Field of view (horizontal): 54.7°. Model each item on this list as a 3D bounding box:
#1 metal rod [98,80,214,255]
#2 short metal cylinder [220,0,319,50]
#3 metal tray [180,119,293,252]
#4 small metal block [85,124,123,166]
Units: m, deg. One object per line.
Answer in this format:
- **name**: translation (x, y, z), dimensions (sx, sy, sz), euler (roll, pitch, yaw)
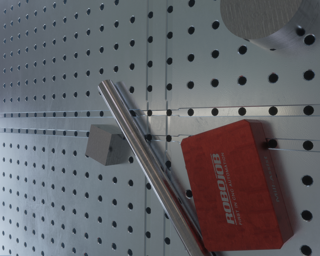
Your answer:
- **metal rod**: translation (-0.012, 0.051, 0.419), dimensions (0.025, 0.025, 0.299), euler (-46, 63, 30)
- **short metal cylinder**: translation (0.107, -0.122, 0.305), dimensions (0.080, 0.050, 0.079), euler (0, 90, 40)
- **metal tray**: translation (0.080, 0.064, 0.340), dimensions (0.090, 0.030, 0.129), euler (-21, 77, 38)
- **small metal block**: translation (-0.086, 0.025, 0.481), dimensions (0.050, 0.025, 0.050), euler (22, 104, 38)
